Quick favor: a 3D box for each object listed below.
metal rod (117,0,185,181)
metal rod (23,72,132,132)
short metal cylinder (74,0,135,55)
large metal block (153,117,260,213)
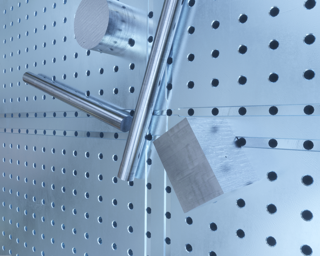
[{"bbox_3d":[-0.009,-0.068,0.416,0.025,0.025,0.298,26,106,37],"label":"metal rod"},{"bbox_3d":[-0.157,-0.054,0.539,0.300,0.025,0.025,24,105,37],"label":"metal rod"},{"bbox_3d":[-0.083,-0.153,0.462,0.080,0.050,0.079,0,90,40],"label":"short metal cylinder"},{"bbox_3d":[0.050,0.036,0.332,0.050,0.081,0.080,-38,67,34],"label":"large metal block"}]
